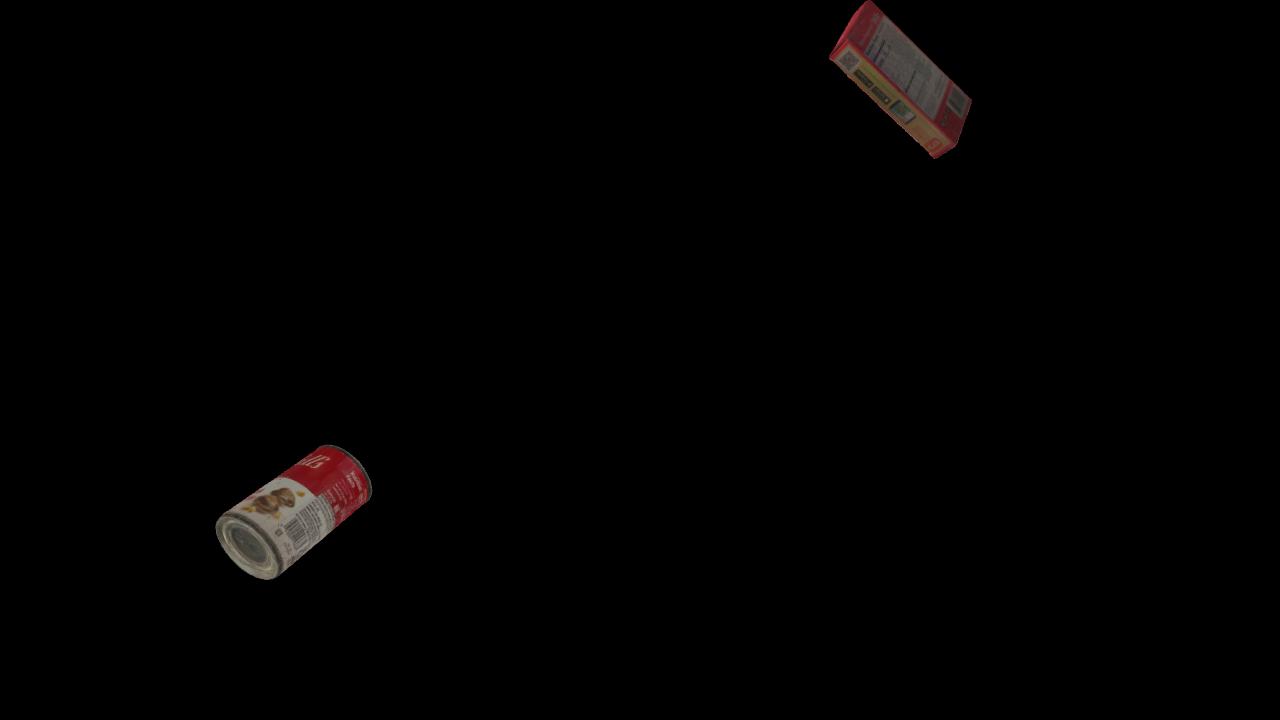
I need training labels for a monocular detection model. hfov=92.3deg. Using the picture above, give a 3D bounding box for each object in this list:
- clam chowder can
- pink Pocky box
[{"bbox_3d":[-0.294,0.129,0.529,0.068,0.068,0.102,0,26,23],"label":"clam chowder can"},{"bbox_3d":[0.265,-0.283,0.621,0.155,0.084,0.029,37,-30,-11],"label":"pink Pocky box"}]
